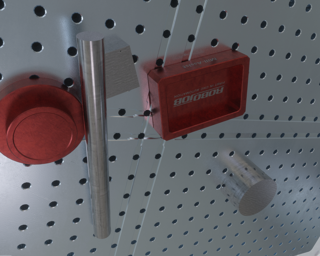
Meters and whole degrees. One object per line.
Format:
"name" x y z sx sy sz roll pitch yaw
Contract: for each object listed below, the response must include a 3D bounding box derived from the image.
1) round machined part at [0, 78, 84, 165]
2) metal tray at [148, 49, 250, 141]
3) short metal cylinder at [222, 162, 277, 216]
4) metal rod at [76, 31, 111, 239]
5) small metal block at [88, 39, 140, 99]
"round machined part" -0.127 0.000 0.331 0.099 0.042 0.097 -14 124 -21
"metal tray" 0.054 -0.044 0.410 0.131 0.030 0.089 -18 126 -18
"short metal cylinder" 0.157 0.108 0.548 0.081 0.050 0.079 -14 124 -21
"metal rod" -0.075 0.035 0.372 0.025 0.025 0.298 -12 130 -22
"small metal block" -0.055 -0.063 0.342 0.050 0.025 0.050 -23 127 -15
